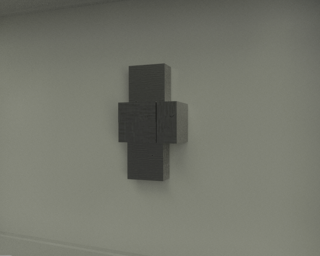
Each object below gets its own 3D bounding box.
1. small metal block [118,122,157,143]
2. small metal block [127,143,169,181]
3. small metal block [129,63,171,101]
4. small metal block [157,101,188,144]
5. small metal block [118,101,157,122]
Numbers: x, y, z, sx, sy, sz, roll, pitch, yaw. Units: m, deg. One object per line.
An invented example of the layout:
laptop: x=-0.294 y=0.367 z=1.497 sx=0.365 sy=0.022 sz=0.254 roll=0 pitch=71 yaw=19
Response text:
small metal block: x=-0.020 y=0.005 z=0.402 sx=0.050 sy=0.050 sz=0.025 roll=0 pitch=90 yaw=20
small metal block: x=-0.015 y=0.043 z=0.414 sx=0.050 sy=0.025 sz=0.050 roll=0 pitch=90 yaw=20
small metal block: x=-0.013 y=-0.057 z=0.413 sx=0.050 sy=0.025 sz=0.050 roll=0 pitch=90 yaw=20
small metal block: x=0.016 y=-0.007 z=0.390 sx=0.025 sy=0.050 sz=0.050 roll=0 pitch=90 yaw=20
small metal block: x=-0.020 y=-0.020 z=0.402 sx=0.050 sy=0.050 sz=0.025 roll=0 pitch=90 yaw=20
